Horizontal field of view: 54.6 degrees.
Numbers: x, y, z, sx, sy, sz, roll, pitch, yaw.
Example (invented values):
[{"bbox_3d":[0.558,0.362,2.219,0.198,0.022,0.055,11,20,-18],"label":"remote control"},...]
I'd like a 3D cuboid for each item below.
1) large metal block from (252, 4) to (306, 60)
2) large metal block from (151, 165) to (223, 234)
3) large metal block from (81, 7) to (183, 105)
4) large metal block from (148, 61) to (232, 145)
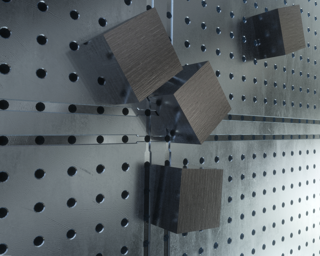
[{"bbox_3d":[0.223,-0.179,0.578,0.081,0.050,0.080,-24,105,-37],"label":"large metal block"},{"bbox_3d":[0.039,0.093,0.424,0.081,0.050,0.080,8,85,-40],"label":"large metal block"},{"bbox_3d":[-0.030,-0.083,0.366,0.080,0.050,0.080,-41,115,-32],"label":"large metal block"},{"bbox_3d":[0.043,-0.034,0.428,0.080,0.050,0.080,-46,117,-30],"label":"large metal block"}]
